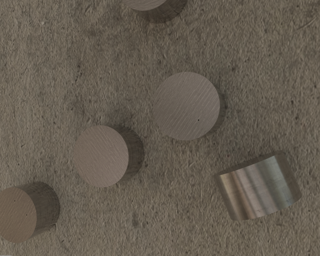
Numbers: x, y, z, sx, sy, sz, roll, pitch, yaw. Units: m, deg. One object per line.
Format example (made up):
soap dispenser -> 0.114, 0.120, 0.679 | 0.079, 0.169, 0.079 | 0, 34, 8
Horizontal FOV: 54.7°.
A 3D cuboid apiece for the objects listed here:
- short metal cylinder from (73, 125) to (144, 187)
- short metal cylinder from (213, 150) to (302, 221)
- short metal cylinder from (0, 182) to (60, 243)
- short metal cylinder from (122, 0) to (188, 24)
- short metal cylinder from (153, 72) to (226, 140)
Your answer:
short metal cylinder -> -0.068, 0.036, 0.420 | 0.080, 0.050, 0.080 | 0, 90, 20
short metal cylinder -> 0.106, 0.062, 0.342 | 0.080, 0.080, 0.050 | -24, 82, 18
short metal cylinder -> -0.200, 0.125, 0.466 | 0.080, 0.050, 0.080 | 0, 90, 20
short metal cylinder -> -0.008, -0.182, 0.398 | 0.080, 0.050, 0.080 | 0, 90, 20
short metal cylinder -> 0.038, -0.025, 0.382 | 0.080, 0.050, 0.080 | 0, 90, 20
